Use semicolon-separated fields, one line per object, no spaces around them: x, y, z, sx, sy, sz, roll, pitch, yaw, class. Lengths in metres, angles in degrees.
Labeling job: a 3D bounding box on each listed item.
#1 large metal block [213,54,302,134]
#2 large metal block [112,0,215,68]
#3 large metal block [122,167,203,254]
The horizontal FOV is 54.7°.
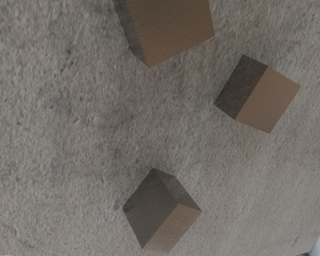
0.138;-0.046;0.440;0.081;0.050;0.080;18;109;-36;large metal block
0.002;-0.121;0.318;0.080;0.050;0.080;-28;128;-11;large metal block
0.000;0.118;0.446;0.050;0.080;0.080;29;102;-38;large metal block
